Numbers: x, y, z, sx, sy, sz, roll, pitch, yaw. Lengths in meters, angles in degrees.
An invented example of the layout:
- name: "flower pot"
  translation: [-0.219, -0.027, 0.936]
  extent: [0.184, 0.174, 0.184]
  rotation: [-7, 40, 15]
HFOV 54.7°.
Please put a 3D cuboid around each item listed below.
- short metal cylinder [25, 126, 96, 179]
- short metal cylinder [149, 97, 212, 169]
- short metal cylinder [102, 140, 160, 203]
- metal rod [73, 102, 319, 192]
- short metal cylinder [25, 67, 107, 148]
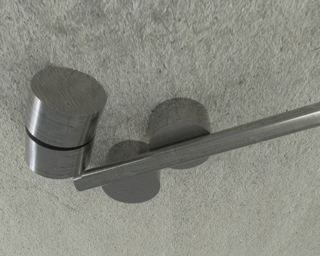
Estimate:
- name: "short metal cylinder"
  translation: [-0.123, 0.016, 0.384]
  extent: [0.081, 0.080, 0.050]
  rotation: [12, 129, -11]
- name: "short metal cylinder"
  translation: [0.026, 0.008, 0.398]
  extent: [0.081, 0.050, 0.079]
  rotation: [0, 130, 0]
- name: "short metal cylinder"
  translation: [-0.040, 0.064, 0.445]
  extent: [0.081, 0.050, 0.079]
  rotation: [0, 130, 0]
- name: "metal rod"
  translation: [0.035, 0.027, 0.364]
  extent: [0.301, 0.025, 0.025]
  rotation: [-17, 128, 13]
- name: "short metal cylinder"
  translation: [-0.106, -0.024, 0.350]
  extent: [0.081, 0.080, 0.050]
  rotation: [17, 128, -14]
